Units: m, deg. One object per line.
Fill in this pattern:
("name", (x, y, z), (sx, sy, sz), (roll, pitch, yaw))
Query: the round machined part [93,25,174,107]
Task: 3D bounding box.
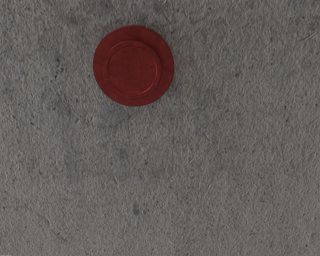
("round machined part", (-0.032, -0.072, 0.374), (0.099, 0.042, 0.097), (0, 110, 0))
